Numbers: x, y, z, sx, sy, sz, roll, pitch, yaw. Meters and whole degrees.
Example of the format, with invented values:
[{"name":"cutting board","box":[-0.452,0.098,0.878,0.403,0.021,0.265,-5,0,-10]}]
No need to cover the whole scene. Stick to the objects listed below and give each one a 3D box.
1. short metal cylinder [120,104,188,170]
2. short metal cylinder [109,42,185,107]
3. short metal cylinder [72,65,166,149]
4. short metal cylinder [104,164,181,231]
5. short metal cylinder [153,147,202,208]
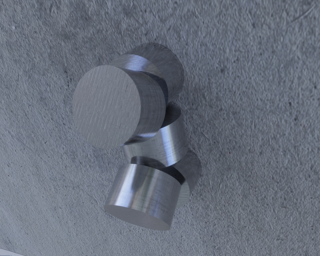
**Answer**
[{"name":"short metal cylinder","box":[-0.009,0.009,0.384,0.080,0.080,0.050,2,119,27]},{"name":"short metal cylinder","box":[-0.017,-0.056,0.367,0.080,0.050,0.079,13,124,21]},{"name":"short metal cylinder","box":[-0.041,-0.021,0.317,0.080,0.050,0.079,2,94,27]},{"name":"short metal cylinder","box":[-0.020,0.084,0.369,0.080,0.050,0.080,14,151,8]},{"name":"short metal cylinder","box":[0.012,0.063,0.425,0.080,0.050,0.079,13,124,21]}]
